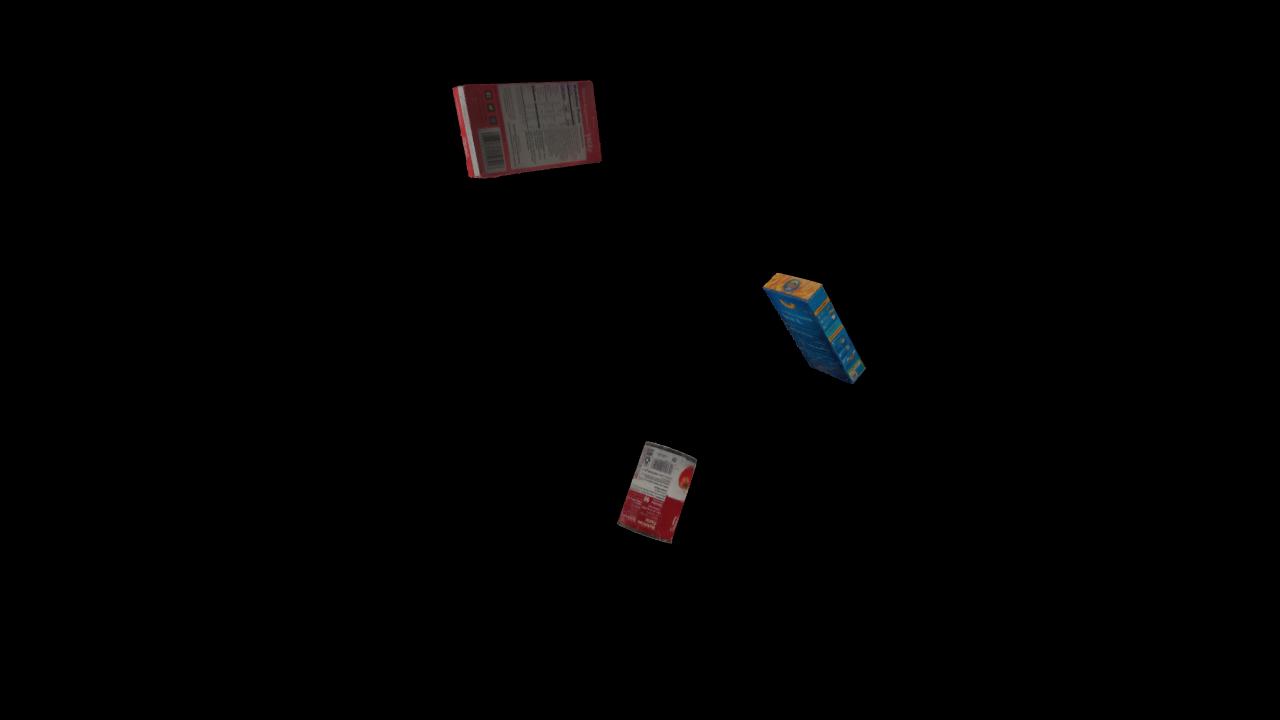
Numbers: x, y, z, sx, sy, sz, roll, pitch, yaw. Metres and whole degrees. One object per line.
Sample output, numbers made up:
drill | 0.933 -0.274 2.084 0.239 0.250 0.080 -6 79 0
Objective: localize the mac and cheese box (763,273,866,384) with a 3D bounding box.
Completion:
mac and cheese box | 0.261 -0.046 0.915 0.184 0.041 0.093 50 -11 -35

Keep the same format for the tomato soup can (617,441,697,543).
tomato soup can | 0.021 0.153 0.717 0.068 0.101 0.068 18 -11 4

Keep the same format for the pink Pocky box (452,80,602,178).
pink Pocky box | -0.109 -0.237 0.627 0.155 0.084 0.029 -23 26 -38
